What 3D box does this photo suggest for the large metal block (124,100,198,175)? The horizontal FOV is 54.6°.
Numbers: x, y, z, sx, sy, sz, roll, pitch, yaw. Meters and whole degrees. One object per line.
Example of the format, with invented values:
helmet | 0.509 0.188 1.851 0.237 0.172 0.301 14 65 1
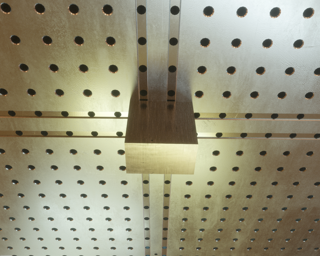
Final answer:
large metal block | 0.001 0.010 0.384 0.080 0.080 0.050 1 130 -1
